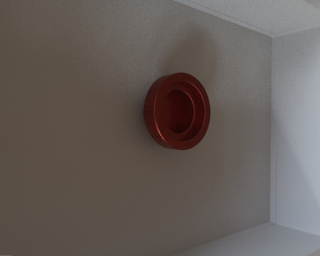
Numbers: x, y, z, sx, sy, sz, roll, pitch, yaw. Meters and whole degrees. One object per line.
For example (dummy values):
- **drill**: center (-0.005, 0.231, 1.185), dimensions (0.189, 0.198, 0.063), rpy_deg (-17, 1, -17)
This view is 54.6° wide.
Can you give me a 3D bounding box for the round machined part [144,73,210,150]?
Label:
- **round machined part**: center (0.018, -0.021, 0.405), dimensions (0.099, 0.042, 0.097), rpy_deg (0, 90, -40)
